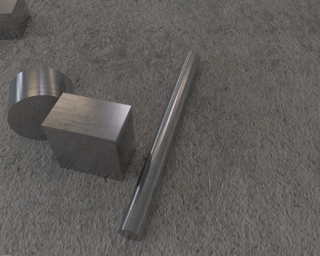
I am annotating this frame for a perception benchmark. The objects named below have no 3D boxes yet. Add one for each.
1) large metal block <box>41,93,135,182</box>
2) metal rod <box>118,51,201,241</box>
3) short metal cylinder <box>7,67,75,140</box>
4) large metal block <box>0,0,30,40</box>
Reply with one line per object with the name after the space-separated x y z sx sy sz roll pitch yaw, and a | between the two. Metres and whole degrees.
-0.076 0.012 0.357 0.080 0.080 0.050 11 51 9 | large metal block
0.011 -0.002 0.405 0.025 0.025 0.300 13 51 10 | metal rod
-0.147 -0.029 0.391 0.081 0.080 0.050 -11 51 -10 | short metal cylinder
-0.289 -0.202 0.555 0.081 0.050 0.080 -3 50 -3 | large metal block
